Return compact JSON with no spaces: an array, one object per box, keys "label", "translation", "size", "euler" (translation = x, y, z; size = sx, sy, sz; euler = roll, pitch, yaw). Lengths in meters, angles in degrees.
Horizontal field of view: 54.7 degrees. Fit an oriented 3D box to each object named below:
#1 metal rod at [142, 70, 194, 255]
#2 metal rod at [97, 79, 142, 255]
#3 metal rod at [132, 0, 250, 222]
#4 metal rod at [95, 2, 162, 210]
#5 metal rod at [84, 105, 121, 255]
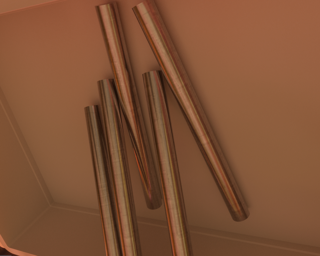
[{"label":"metal rod","translation":[0.015,0.081,0.372],"size":[0.025,0.025,0.298],"euler":[-10,89,32]},{"label":"metal rod","translation":[-0.048,0.085,0.407],"size":[0.025,0.025,0.298],"euler":[-9,89,32]},{"label":"metal rod","translation":[0.046,-0.008,0.379],"size":[0.025,0.025,0.299],"euler":[-15,111,34]},{"label":"metal rod","translation":[-0.035,-0.011,0.420],"size":[0.025,0.025,0.298],"euler":[3,120,27]},{"label":"metal rod","translation":[-0.070,0.116,0.428],"size":[0.025,0.025,0.298],"euler":[-14,82,34]}]
